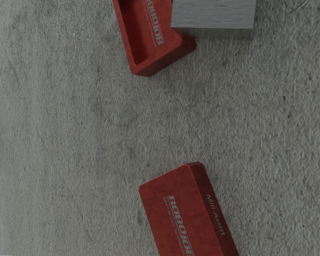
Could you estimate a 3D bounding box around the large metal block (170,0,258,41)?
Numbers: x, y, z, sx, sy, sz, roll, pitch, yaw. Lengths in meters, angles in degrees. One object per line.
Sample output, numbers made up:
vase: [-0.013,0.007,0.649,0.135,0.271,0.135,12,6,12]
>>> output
large metal block: [0.060,-0.138,0.322,0.080,0.050,0.079,7,95,17]

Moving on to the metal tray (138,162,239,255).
metal tray: [0.032,0.117,0.376,0.090,0.030,0.130,-32,71,35]

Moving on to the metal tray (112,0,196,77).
metal tray: [-0.012,-0.145,0.411,0.090,0.030,0.129,-24,75,37]
